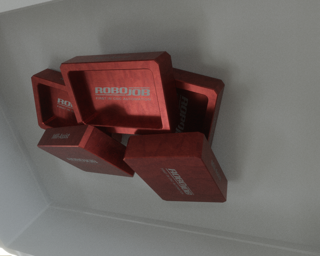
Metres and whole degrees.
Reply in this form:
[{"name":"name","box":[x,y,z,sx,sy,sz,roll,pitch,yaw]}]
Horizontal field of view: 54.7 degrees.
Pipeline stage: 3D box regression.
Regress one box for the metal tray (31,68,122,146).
[{"name":"metal tray","box":[-0.119,-0.025,0.446,0.130,0.030,0.089,18,126,17]}]

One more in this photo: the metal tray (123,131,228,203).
[{"name":"metal tray","box":[0.025,0.053,0.380,0.090,0.030,0.130,-4,145,23]}]

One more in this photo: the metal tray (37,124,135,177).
[{"name":"metal tray","box":[-0.101,0.033,0.431,0.130,0.030,0.090,-3,148,47]}]

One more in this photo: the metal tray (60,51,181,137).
[{"name":"metal tray","box":[-0.046,-0.039,0.363,0.130,0.030,0.089,4,120,26]}]

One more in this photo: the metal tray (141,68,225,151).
[{"name":"metal tray","box":[0.022,-0.006,0.387,0.090,0.030,0.129,18,125,17]}]
